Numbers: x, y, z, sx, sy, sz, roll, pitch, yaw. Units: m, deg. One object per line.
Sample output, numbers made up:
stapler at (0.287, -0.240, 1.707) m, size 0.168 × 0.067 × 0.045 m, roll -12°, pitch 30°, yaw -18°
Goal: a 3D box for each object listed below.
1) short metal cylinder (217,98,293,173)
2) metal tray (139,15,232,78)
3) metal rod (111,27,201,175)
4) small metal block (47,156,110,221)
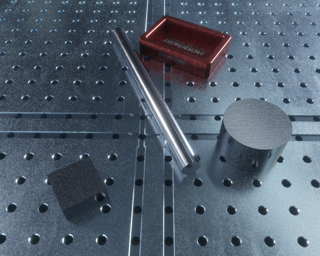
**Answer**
short metal cylinder at (0.115, 0.009, 0.385) m, size 0.081 × 0.050 × 0.080 m, roll 0°, pitch 50°, yaw 0°
metal tray at (0.042, -0.141, 0.523) m, size 0.130 × 0.030 × 0.090 m, roll 25°, pitch 54°, yaw 19°
metal rod at (-0.018, -0.059, 0.456) m, size 0.025 × 0.025 × 0.300 m, roll -17°, pitch 52°, yaw -14°
small metal block at (-0.092, 0.067, 0.350) m, size 0.050 × 0.025 × 0.050 m, roll -24°, pitch 54°, yaw -19°
